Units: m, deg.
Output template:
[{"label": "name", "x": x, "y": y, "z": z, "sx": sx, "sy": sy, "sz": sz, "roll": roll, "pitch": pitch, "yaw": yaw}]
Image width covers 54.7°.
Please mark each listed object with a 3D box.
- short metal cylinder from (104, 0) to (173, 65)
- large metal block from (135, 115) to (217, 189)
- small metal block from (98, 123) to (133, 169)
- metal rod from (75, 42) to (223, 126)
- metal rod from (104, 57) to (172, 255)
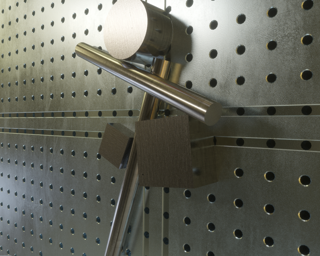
[{"label": "short metal cylinder", "x": -0.030, "y": -0.128, "z": 0.416, "sx": 0.080, "sy": 0.050, "sz": 0.079, "roll": 0, "pitch": 90, "yaw": 39}, {"label": "large metal block", "x": 0.019, "y": 0.028, "z": 0.376, "sx": 0.080, "sy": 0.050, "sz": 0.080, "roll": -7, "pitch": 86, "yaw": 39}, {"label": "small metal block", "x": -0.060, "y": 0.025, "z": 0.457, "sx": 0.050, "sy": 0.025, "sz": 0.050, "roll": 31, "pitch": 109, "yaw": 35}, {"label": "metal rod", "x": -0.038, "y": -0.072, "z": 0.409, "sx": 0.300, "sy": 0.025, "sz": 0.025, "roll": 33, "pitch": 110, "yaw": 44}, {"label": "metal rod", "x": -0.034, "y": 0.052, "z": 0.435, "sx": 0.025, "sy": 0.025, "sz": 0.298, "roll": 24, "pitch": 105, "yaw": 37}]
